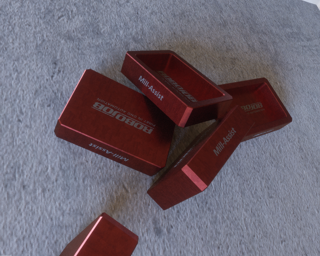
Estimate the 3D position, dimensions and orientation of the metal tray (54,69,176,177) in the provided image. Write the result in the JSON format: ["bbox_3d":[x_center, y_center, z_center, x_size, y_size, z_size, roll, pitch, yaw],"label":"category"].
[{"bbox_3d":[-0.048,-0.007,0.380,0.131,0.030,0.090,25,53,-13],"label":"metal tray"}]

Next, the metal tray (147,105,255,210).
[{"bbox_3d":[0.050,0.034,0.369,0.030,0.090,0.131,47,51,1],"label":"metal tray"}]

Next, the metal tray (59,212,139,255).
[{"bbox_3d":[-0.071,0.121,0.225,0.030,0.129,0.090,37,51,-4],"label":"metal tray"}]

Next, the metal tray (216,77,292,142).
[{"bbox_3d":[0.144,-0.031,0.499,0.131,0.030,0.090,-14,69,-34],"label":"metal tray"}]

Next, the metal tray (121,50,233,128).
[{"bbox_3d":[0.021,-0.058,0.413,0.091,0.030,0.130,-15,49,-42],"label":"metal tray"}]
